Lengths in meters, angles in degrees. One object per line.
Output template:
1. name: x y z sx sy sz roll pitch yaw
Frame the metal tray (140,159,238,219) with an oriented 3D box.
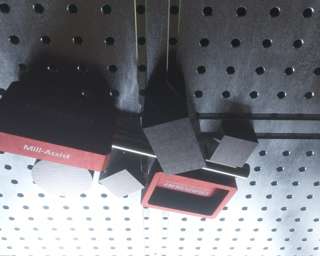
1. metal tray: 0.044 0.098 0.491 0.131 0.030 0.089 14 129 -12

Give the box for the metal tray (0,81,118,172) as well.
1. metal tray: -0.120 -0.004 0.363 0.131 0.090 0.030 14 129 -12

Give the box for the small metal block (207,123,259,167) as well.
1. small metal block: 0.101 0.025 0.433 0.050 0.025 0.050 13 129 -11

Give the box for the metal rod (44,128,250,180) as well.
1. metal rod: -0.013 0.028 0.435 0.302 0.025 0.025 15 129 -13

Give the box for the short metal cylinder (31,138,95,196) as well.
1. short metal cylinder: -0.132 0.052 0.437 0.081 0.050 0.079 0 130 0

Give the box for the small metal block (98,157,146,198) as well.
1. small metal block: -0.058 0.077 0.478 0.050 0.025 0.050 -26 126 20

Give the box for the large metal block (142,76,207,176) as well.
1. large metal block: 0.018 -0.002 0.375 0.050 0.080 0.080 -14 129 12
